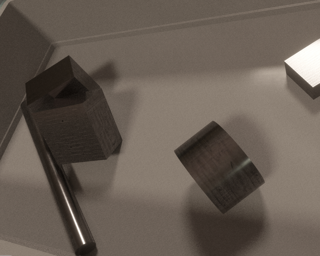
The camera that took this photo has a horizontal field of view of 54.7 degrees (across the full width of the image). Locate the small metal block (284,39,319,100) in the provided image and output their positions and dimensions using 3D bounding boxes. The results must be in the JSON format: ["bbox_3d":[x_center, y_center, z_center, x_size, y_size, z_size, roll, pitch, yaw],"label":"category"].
[{"bbox_3d":[0.180,-0.068,0.353,0.050,0.025,0.050,-33,52,6],"label":"small metal block"}]

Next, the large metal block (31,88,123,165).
[{"bbox_3d":[-0.109,-0.001,0.417,0.080,0.080,0.050,-8,25,23],"label":"large metal block"}]

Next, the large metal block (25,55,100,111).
[{"bbox_3d":[-0.143,-0.050,0.474,0.080,0.080,0.050,-30,52,9],"label":"large metal block"}]

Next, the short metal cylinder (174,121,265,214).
[{"bbox_3d":[0.059,0.039,0.315,0.050,0.080,0.080,-39,51,2],"label":"short metal cylinder"}]

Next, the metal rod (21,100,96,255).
[{"bbox_3d":[-0.161,0.051,0.456,0.025,0.025,0.300,-40,51,1],"label":"metal rod"}]
